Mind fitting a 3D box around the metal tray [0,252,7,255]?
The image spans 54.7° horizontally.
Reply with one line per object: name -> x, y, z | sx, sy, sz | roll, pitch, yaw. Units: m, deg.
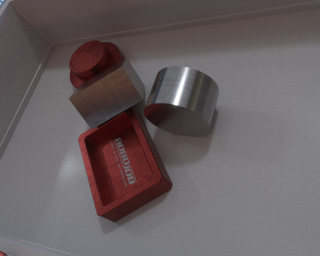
metal tray -> -0.133, 0.167, 0.293 | 0.090, 0.130, 0.030 | -19, 29, 37

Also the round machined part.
round machined part -> -0.111, -0.106, 0.516 | 0.098, 0.042, 0.098 | -13, 56, 20

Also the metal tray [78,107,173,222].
metal tray -> -0.050, 0.041, 0.401 | 0.090, 0.030, 0.130 | -32, 52, 7

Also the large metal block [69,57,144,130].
large metal block -> -0.070, -0.051, 0.434 | 0.080, 0.050, 0.080 | -29, 19, 9

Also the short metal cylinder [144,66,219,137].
short metal cylinder -> 0.026, -0.030, 0.374 | 0.080, 0.080, 0.050 | 4, 64, 30
